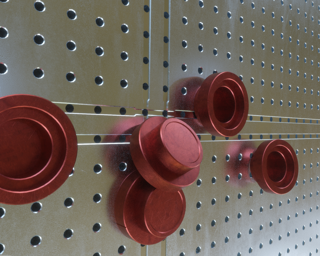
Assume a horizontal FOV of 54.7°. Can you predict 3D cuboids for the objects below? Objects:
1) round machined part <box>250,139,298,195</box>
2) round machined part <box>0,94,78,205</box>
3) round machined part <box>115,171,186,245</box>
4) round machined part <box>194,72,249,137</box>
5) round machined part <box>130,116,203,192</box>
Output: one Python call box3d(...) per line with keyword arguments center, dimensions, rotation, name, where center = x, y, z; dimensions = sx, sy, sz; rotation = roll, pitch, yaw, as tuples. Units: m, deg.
box3d(center=(0.204, 0.070, 0.565), dimensions=(0.099, 0.042, 0.097), rotation=(4, 82, -31), name="round machined part")
box3d(center=(-0.132, 0.019, 0.289), dimensions=(0.099, 0.042, 0.097), rotation=(0, 90, -40), name="round machined part")
box3d(center=(-0.005, 0.100, 0.396), dimensions=(0.099, 0.042, 0.097), rotation=(0, 90, -40), name="round machined part")
box3d(center=(0.090, -0.035, 0.477), dimensions=(0.099, 0.042, 0.097), rotation=(0, 90, -40), name="round machined part")
box3d(center=(0.015, 0.026, 0.385), dimensions=(0.098, 0.042, 0.098), rotation=(26, 44, -29), name="round machined part")
